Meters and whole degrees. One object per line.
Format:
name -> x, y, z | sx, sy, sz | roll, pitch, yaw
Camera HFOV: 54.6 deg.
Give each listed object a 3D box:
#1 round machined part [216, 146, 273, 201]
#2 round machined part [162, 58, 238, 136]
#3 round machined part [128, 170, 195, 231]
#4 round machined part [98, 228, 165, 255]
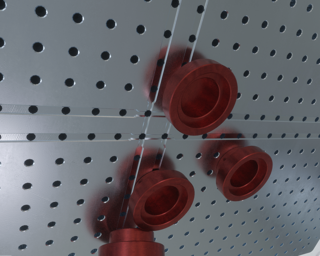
round machined part -> 0.134, 0.071, 0.516 | 0.099, 0.042, 0.097 | -14, 124, -21
round machined part -> 0.047, -0.042, 0.399 | 0.099, 0.042, 0.097 | -14, 124, -21
round machined part -> -0.001, 0.102, 0.462 | 0.099, 0.042, 0.097 | -14, 124, -22
round machined part -> -0.043, 0.180, 0.468 | 0.099, 0.042, 0.098 | -2, 149, -1
